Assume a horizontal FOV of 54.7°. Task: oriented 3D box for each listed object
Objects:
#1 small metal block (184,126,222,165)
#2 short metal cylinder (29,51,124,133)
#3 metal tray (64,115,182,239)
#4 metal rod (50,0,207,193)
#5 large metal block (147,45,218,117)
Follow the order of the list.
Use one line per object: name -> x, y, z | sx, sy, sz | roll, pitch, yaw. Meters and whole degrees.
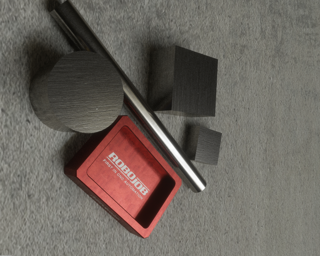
small metal block -> 0.064, 0.027, 0.463 | 0.050, 0.025, 0.050 | 17, 79, -39
short metal cylinder -> -0.085, -0.035, 0.320 | 0.081, 0.050, 0.079 | 0, 90, -40
metal tray -> -0.038, 0.059, 0.373 | 0.130, 0.030, 0.090 | 52, 60, -28
metal rod -> -0.023, -0.020, 0.388 | 0.025, 0.025, 0.300 | -53, 121, -27
large metal block -> 0.031, -0.058, 0.418 | 0.081, 0.050, 0.080 | 6, 87, -40
